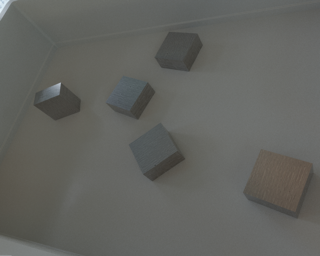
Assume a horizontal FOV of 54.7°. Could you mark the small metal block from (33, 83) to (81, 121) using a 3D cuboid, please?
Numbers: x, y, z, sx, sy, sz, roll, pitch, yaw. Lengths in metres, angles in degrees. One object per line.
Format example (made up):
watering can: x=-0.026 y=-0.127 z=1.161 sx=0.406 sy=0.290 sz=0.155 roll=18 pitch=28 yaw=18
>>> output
small metal block: x=-0.166 y=-0.042 z=0.503 sx=0.050 sy=0.050 sz=0.025 roll=-18 pitch=55 yaw=18

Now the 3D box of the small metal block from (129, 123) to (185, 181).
small metal block: x=-0.004 y=0.030 z=0.390 sx=0.050 sy=0.025 sz=0.050 roll=-35 pitch=51 yaw=5

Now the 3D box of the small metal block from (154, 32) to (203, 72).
small metal block: x=0.028 y=-0.114 z=0.461 sx=0.050 sy=0.025 sz=0.050 roll=16 pitch=70 yaw=34

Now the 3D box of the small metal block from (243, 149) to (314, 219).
small metal block: x=0.119 y=0.055 z=0.310 sx=0.050 sy=0.025 sz=0.050 roll=17 pitch=70 yaw=34

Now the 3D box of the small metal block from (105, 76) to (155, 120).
small metal block: x=-0.044 y=-0.045 z=0.457 sx=0.050 sy=0.025 sz=0.050 roll=20 pitch=72 yaw=35
